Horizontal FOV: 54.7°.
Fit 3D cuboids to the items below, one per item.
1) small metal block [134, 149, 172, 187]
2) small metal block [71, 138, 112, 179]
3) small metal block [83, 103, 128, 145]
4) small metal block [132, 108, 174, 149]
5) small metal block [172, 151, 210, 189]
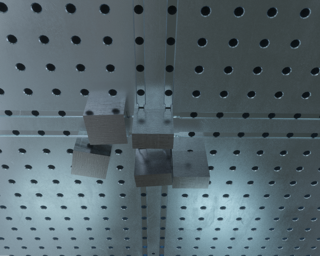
[{"bbox_3d":[-0.009,0.056,0.443,0.050,0.050,0.025,-4,130,3],"label":"small metal block"},{"bbox_3d":[-0.099,0.045,0.449,0.050,0.025,0.050,10,129,-9],"label":"small metal block"},{"bbox_3d":[-0.069,-0.005,0.406,0.050,0.025,0.050,-2,130,1],"label":"small metal block"},{"bbox_3d":[-0.009,0.000,0.395,0.050,0.050,0.025,1,130,-1],"label":"small metal block"},{"bbox_3d":[0.043,0.060,0.447,0.050,0.050,0.025,1,130,-1],"label":"small metal block"}]
